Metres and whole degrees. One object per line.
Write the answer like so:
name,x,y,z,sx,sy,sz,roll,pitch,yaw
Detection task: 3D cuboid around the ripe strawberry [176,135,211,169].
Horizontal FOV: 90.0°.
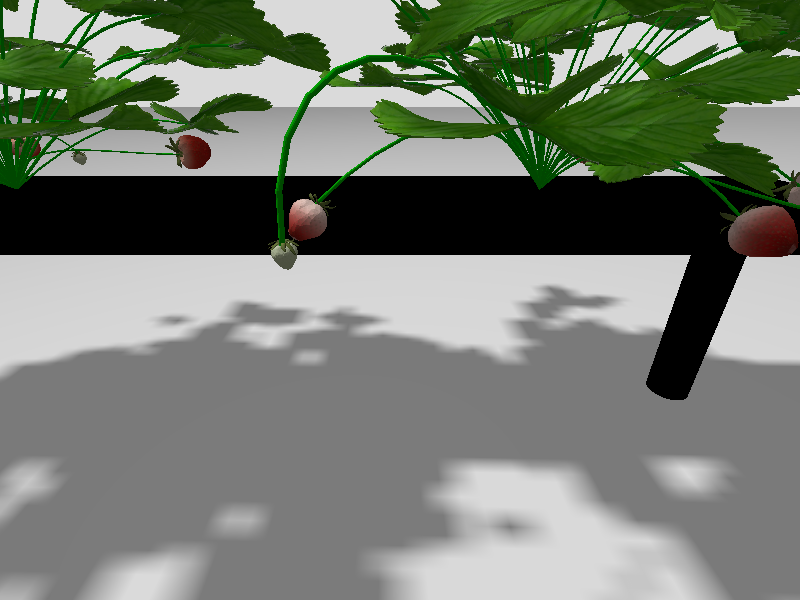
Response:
ripe strawberry,-0.219,-0.158,0.427,0.033,0.035,0.031,-22,35,-38

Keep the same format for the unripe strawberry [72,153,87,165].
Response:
unripe strawberry,-0.371,-0.163,0.464,0.013,0.014,0.013,-8,46,-15

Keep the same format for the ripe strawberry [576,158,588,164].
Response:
ripe strawberry,0.219,-0.173,0.458,0.037,0.033,0.034,18,32,31

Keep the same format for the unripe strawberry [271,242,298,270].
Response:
unripe strawberry,-0.047,-0.018,0.163,0.010,0.011,0.011,21,34,35

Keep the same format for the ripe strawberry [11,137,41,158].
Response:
ripe strawberry,-0.465,-0.189,0.497,0.031,0.026,0.031,-19,9,-33

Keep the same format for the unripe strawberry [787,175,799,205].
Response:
unripe strawberry,0.294,-0.078,0.282,0.030,0.029,0.028,16,30,14

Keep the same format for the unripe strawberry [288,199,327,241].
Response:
unripe strawberry,-0.052,-0.043,0.221,0.023,0.023,0.020,30,-8,45

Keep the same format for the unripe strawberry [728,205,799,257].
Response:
unripe strawberry,0.178,-0.032,0.194,0.024,0.026,0.027,-9,43,-17
